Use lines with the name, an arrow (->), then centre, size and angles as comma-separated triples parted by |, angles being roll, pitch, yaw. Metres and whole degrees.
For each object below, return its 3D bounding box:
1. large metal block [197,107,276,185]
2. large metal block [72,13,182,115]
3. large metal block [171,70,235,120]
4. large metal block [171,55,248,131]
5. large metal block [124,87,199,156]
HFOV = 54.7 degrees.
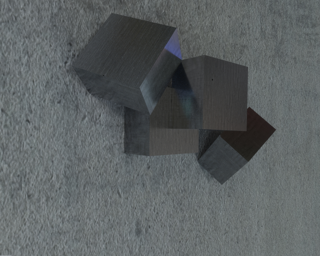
large metal block -> 0.112, 0.027, 0.458 | 0.050, 0.080, 0.080 | 44, 56, 12
large metal block -> -0.032, -0.071, 0.336 | 0.080, 0.080, 0.050 | -61, 158, -22
large metal block -> 0.063, -0.049, 0.446 | 0.081, 0.050, 0.079 | 0, 90, -40
large metal block -> 0.061, -0.037, 0.375 | 0.081, 0.050, 0.079 | 3, 88, -40
large metal block -> 0.003, -0.008, 0.392 | 0.081, 0.050, 0.079 | 0, 90, -40
